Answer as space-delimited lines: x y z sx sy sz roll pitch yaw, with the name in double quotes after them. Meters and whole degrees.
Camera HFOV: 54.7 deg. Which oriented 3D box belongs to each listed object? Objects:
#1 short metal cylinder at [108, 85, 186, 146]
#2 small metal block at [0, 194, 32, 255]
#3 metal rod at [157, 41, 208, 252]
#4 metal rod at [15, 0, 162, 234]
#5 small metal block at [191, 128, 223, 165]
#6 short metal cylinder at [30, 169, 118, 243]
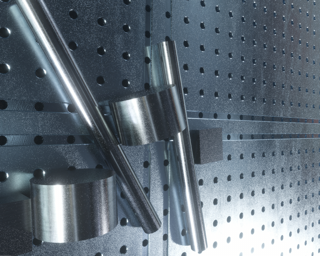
-0.014 -0.017 0.361 0.081 0.080 0.050 -24 106 -37 "short metal cylinder"
-0.148 0.092 0.285 0.050 0.025 0.050 -2 92 -40 "small metal block"
0.033 0.031 0.437 0.025 0.025 0.298 -16 101 -39 "metal rod"
-0.069 0.000 0.351 0.025 0.025 0.299 -39 114 -33 "metal rod"
0.068 0.026 0.467 0.050 0.025 0.050 -5 93 -40 "small metal block"
-0.083 0.072 0.304 0.081 0.080 0.050 -5 93 -40 "short metal cylinder"
